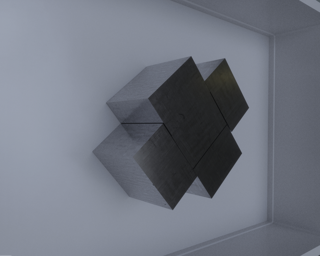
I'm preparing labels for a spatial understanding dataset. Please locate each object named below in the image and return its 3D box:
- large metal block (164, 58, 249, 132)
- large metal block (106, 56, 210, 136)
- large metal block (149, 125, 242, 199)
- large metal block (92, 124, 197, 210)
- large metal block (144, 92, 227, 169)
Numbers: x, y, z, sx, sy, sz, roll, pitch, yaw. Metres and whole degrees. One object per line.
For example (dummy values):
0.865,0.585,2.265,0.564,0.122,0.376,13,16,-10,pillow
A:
0.061,-0.042,0.423,0.050,0.080,0.080,-49,119,-29,large metal block
-0.002,-0.037,0.369,0.080,0.080,0.050,-48,119,-30,large metal block
0.048,0.040,0.412,0.080,0.080,0.050,-48,119,-30,large metal block
-0.018,0.041,0.357,0.050,0.080,0.080,-49,119,-29,large metal block
0.022,0.002,0.391,0.080,0.080,0.050,-48,119,-30,large metal block
